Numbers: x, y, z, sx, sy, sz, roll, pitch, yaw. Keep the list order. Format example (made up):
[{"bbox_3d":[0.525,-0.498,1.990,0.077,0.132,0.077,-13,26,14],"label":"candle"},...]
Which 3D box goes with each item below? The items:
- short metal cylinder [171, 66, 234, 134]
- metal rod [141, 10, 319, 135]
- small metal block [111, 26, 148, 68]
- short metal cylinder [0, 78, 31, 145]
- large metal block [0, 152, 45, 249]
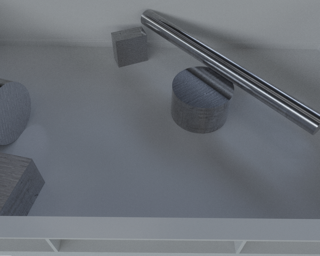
[{"bbox_3d":[0.056,-0.039,0.422,0.081,0.050,0.080,0,50,0],"label":"short metal cylinder"},{"bbox_3d":[0.078,-0.088,0.415,0.025,0.025,0.300,-34,58,-25],"label":"metal rod"},{"bbox_3d":[-0.048,-0.130,0.497,0.050,0.050,0.025,-17,52,-14],"label":"small metal block"},{"bbox_3d":[-0.208,-0.023,0.386,0.050,0.080,0.080,13,51,10],"label":"short metal cylinder"},{"bbox_3d":[-0.184,0.071,0.327,0.080,0.050,0.080,10,51,8],"label":"large metal block"}]
